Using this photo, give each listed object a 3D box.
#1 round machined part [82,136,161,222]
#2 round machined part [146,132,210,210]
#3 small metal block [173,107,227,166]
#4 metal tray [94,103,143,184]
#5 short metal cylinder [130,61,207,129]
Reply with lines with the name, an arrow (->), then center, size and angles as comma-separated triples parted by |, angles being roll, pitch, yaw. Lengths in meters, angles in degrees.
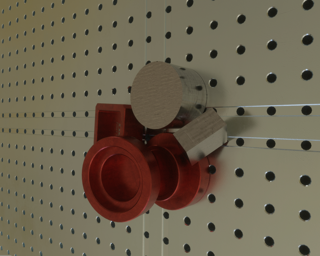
round machined part -> -0.042, 0.058, 0.368 | 0.098, 0.042, 0.097 | 1, 92, 29
round machined part -> 0.009, 0.054, 0.388 | 0.098, 0.042, 0.097 | 0, 90, 39
small metal block -> 0.046, 0.011, 0.341 | 0.050, 0.050, 0.025 | -34, 64, -4
metal tray -> -0.063, 0.031, 0.441 | 0.090, 0.030, 0.129 | 8, 95, 54
short metal cylinder -> 0.010, -0.039, 0.383 | 0.080, 0.050, 0.079 | 0, 90, 39
